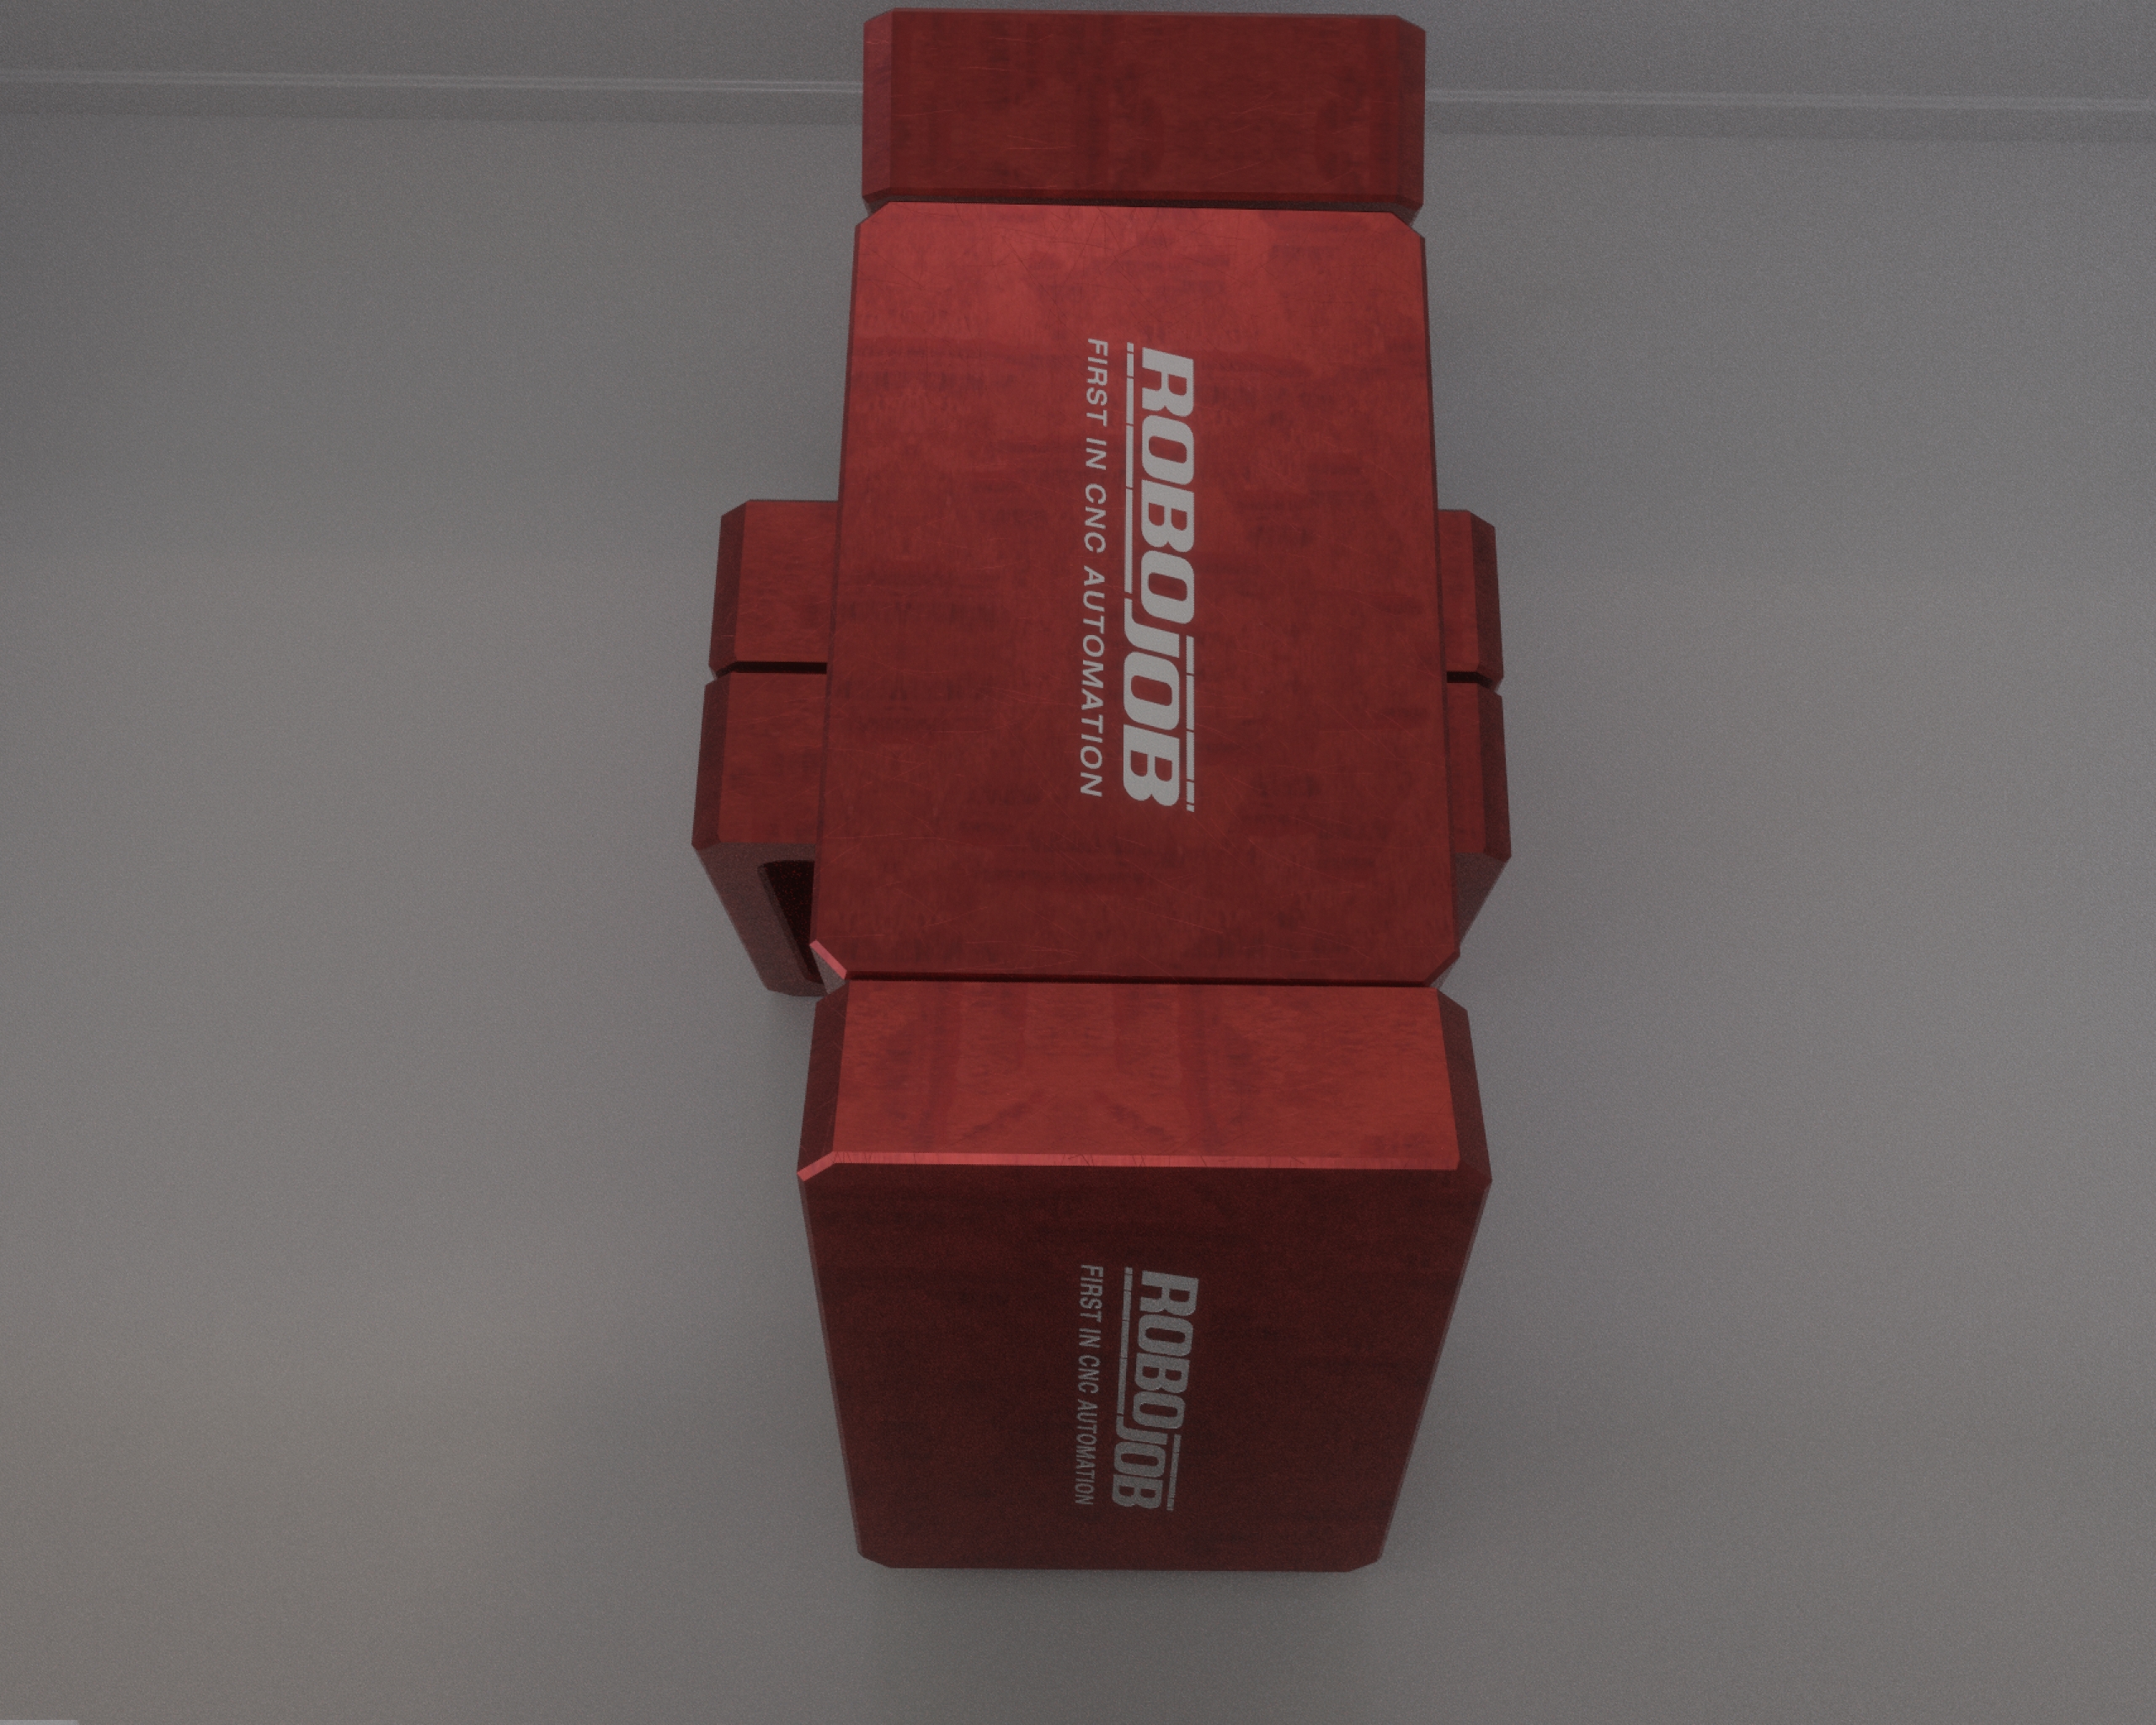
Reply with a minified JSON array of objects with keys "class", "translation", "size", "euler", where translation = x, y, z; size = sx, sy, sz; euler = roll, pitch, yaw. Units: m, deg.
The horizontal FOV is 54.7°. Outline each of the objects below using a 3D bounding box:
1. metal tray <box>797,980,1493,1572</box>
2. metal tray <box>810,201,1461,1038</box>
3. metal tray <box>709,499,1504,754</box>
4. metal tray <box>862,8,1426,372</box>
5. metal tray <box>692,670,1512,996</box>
[{"class":"metal tray","translation":[0.008,0.070,0.325],"size":[0.091,0.129,0.030],"euler":[1,49,-1]},{"class":"metal tray","translation":[0.009,-0.039,0.324],"size":[0.091,0.030,0.130],"euler":[1,70,-1]},{"class":"metal tray","translation":[0.005,-0.031,0.385],"size":[0.131,0.090,0.030],"euler":[1,70,0]},{"class":"metal tray","translation":[0.011,-0.121,0.396],"size":[0.091,0.130,0.030],"euler":[1,91,0]},{"class":"metal tray","translation":[0.004,-0.002,0.375],"size":[0.131,0.090,0.030],"euler":[1,70,0]}]
